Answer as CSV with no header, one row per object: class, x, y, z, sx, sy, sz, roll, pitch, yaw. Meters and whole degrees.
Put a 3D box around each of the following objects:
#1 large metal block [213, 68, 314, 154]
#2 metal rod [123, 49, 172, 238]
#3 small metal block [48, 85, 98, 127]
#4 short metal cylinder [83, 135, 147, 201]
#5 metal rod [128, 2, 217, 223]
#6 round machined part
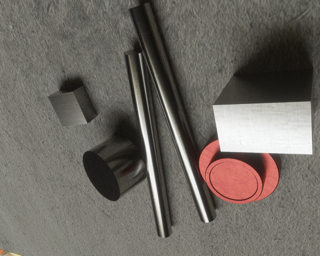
large metal block,0.106,-0.018,0.304,0.080,0.080,0.050,0,118,28
metal rod,-0.012,0.040,0.436,0.025,0.025,0.298,6,121,25
small metal block,-0.127,-0.032,0.452,0.050,0.025,0.050,-6,116,30
short metal cylinder,-0.065,0.057,0.444,0.080,0.050,0.079,27,133,34
metal rod,0.023,-0.002,0.391,0.025,0.025,0.298,-6,116,30
round machined part,0.094,0.053,0.379,0.098,0.042,0.097,13,124,20
